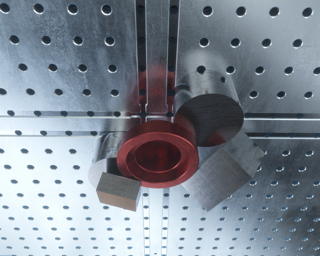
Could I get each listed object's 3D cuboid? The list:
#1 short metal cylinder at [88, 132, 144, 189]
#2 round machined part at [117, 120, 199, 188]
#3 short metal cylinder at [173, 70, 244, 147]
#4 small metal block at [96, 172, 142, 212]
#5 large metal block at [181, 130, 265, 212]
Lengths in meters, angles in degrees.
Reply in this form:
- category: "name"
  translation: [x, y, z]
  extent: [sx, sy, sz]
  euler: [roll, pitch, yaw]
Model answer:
- category: "short metal cylinder"
  translation: [-0.057, 0.052, 0.438]
  extent: [0.081, 0.050, 0.079]
  euler: [0, 130, 0]
- category: "round machined part"
  translation: [-0.002, 0.028, 0.386]
  extent: [0.099, 0.042, 0.097]
  euler: [0, 130, 0]
- category: "short metal cylinder"
  translation: [0.056, -0.023, 0.376]
  extent: [0.081, 0.050, 0.079]
  euler: [0, 130, 0]
- category: "small metal block"
  translation: [-0.052, 0.083, 0.400]
  extent: [0.050, 0.025, 0.050]
  euler: [14, 149, 4]
- category: "large metal block"
  translation: [0.085, 0.053, 0.413]
  extent: [0.050, 0.080, 0.080]
  euler: [46, 122, 7]
